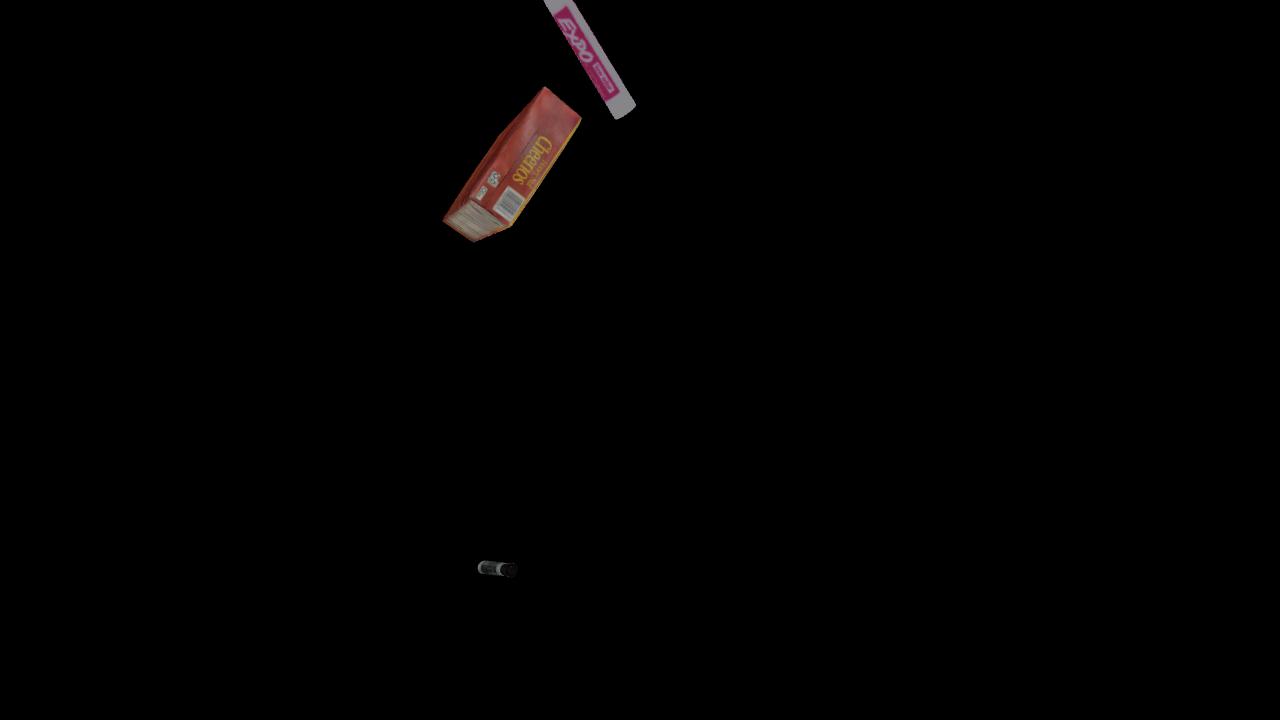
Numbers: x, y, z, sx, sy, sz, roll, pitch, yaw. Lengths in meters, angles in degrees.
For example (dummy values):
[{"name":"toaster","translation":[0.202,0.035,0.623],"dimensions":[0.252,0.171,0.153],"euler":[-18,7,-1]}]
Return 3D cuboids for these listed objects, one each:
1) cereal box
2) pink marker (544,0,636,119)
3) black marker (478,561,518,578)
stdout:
[{"name":"cereal box","translation":[-0.221,-0.304,1.008],"dimensions":[0.081,0.203,0.306],"euler":[35,-9,-23]},{"name":"pink marker","translation":[-0.042,-0.225,0.426],"dimensions":[0.020,0.121,0.020],"euler":[-28,29,17]},{"name":"black marker","translation":[-0.202,0.295,0.870],"dimensions":[0.020,0.020,0.121],"euler":[0,-14,-33]}]
